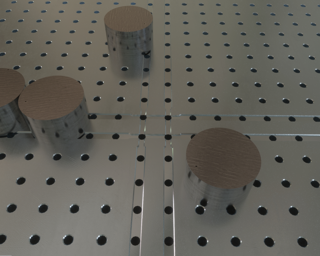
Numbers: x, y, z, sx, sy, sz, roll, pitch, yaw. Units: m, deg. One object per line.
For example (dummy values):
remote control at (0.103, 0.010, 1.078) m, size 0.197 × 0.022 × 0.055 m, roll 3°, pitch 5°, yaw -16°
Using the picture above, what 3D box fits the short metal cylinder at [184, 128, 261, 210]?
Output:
short metal cylinder at (0.068, 0.046, 0.354) m, size 0.081 × 0.050 × 0.080 m, roll 0°, pitch 50°, yaw 0°

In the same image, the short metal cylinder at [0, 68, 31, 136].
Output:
short metal cylinder at (-0.216, -0.036, 0.418) m, size 0.081 × 0.050 × 0.080 m, roll 0°, pitch 50°, yaw 0°

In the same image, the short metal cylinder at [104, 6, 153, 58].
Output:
short metal cylinder at (-0.052, -0.165, 0.530) m, size 0.081 × 0.050 × 0.080 m, roll 0°, pitch 50°, yaw 0°

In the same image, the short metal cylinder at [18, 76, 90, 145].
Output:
short metal cylinder at (-0.137, -0.024, 0.410) m, size 0.081 × 0.050 × 0.080 m, roll 1°, pitch 50°, yaw 0°
